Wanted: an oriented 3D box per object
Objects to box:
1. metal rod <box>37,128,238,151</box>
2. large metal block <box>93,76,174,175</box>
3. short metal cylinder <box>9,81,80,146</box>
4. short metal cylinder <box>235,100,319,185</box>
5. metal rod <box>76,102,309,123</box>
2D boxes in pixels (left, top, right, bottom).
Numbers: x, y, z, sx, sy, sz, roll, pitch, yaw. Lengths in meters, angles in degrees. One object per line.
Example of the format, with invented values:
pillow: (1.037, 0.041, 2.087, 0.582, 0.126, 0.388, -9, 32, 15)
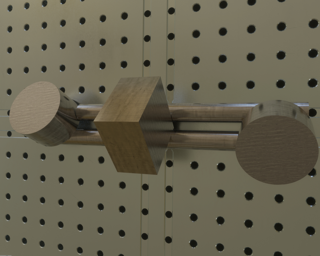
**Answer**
metal rod: (-0.044, 0.014, 0.427, 0.301, 0.025, 0.025, 1, 90, 19)
large metal block: (-0.025, -0.004, 0.360, 0.050, 0.080, 0.080, 1, 132, 20)
short metal cylinder: (-0.163, -0.019, 0.441, 0.080, 0.050, 0.080, -7, 65, 16)
short metal cylinder: (0.127, 0.015, 0.340, 0.080, 0.050, 0.079, 8, 115, 17)
metal rod: (0.026, -0.020, 0.402, 0.301, 0.025, 0.025, 1, 90, 19)
